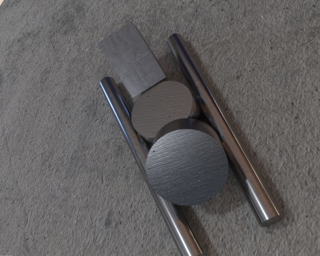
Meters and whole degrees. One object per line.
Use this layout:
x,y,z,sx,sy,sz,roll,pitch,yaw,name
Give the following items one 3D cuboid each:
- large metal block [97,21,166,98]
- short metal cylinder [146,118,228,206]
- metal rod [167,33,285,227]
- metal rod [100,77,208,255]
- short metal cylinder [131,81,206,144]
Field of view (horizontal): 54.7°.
-0.034,-0.093,0.425,0.050,0.080,0.080,-32,10,8,large metal block
0.028,0.034,0.327,0.080,0.080,0.050,-28,10,10,short metal cylinder
0.065,-0.023,0.385,0.025,0.025,0.299,-28,52,10,metal rod
-0.024,0.029,0.399,0.025,0.025,0.300,-35,51,5,metal rod
0.011,-0.012,0.391,0.080,0.050,0.080,-13,56,21,short metal cylinder
